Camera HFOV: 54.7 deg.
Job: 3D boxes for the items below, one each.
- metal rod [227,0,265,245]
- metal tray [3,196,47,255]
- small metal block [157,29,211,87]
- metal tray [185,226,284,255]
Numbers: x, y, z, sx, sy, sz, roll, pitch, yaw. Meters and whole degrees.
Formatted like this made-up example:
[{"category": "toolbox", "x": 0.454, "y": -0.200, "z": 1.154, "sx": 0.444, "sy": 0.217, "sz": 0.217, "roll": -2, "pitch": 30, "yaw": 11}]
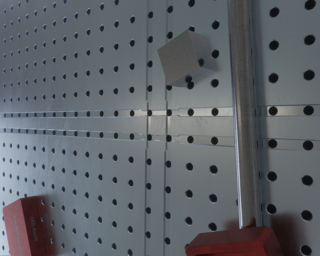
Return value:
[{"category": "metal rod", "x": 0.091, "y": -0.027, "z": 0.334, "sx": 0.025, "sy": 0.025, "sz": 0.298, "roll": -4, "pitch": 87, "yaw": 40}, {"category": "metal tray", "x": -0.280, "y": 0.216, "z": 0.637, "sx": 0.090, "sy": 0.030, "sz": 0.129, "roll": -28, "pitch": 72, "yaw": 36}, {"category": "small metal block", "x": 0.029, "y": -0.085, "z": 0.385, "sx": 0.050, "sy": 0.025, "sz": 0.050, "roll": -26, "pitch": 74, "yaw": 37}, {"category": "metal tray", "x": 0.090, "y": 0.170, "z": 0.312, "sx": 0.090, "sy": 0.030, "sz": 0.129, "roll": -22, "pitch": 89, "yaw": 37}]
